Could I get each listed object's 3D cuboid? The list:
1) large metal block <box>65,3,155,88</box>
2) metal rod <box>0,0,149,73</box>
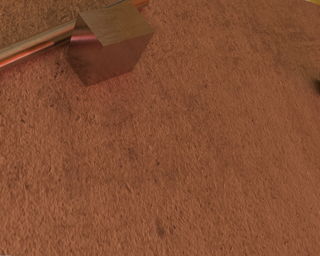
[{"bbox_3d":[-0.065,-0.106,0.398,0.081,0.080,0.050,-29,78,-37],"label":"large metal block"},{"bbox_3d":[-0.115,-0.137,0.425,0.025,0.025,0.302,45,51,3],"label":"metal rod"}]
